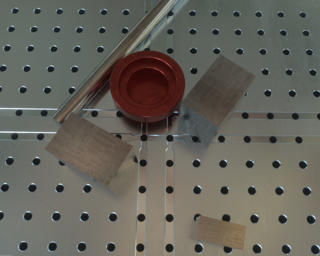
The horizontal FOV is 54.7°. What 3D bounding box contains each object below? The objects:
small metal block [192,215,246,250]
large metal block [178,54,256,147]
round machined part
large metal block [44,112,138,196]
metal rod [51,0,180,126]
[{"bbox_3d":[0.066,0.120,0.355,0.050,0.050,0.025,12,71,4],"label":"small metal block"},{"bbox_3d":[0.069,-0.032,0.394,0.050,0.080,0.080,35,74,12],"label":"large metal block"},{"bbox_3d":[-0.016,-0.053,0.422,0.099,0.042,0.098,0,70,0],"label":"round machined part"},{"bbox_3d":[-0.076,0.034,0.369,0.080,0.080,0.050,29,73,10],"label":"large metal block"},{"bbox_3d":[-0.047,-0.120,0.455,0.025,0.025,0.300,34,73,11],"label":"metal rod"}]
